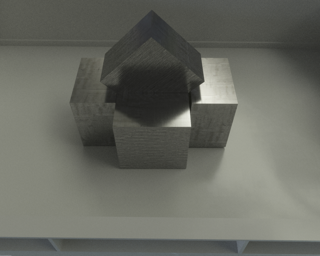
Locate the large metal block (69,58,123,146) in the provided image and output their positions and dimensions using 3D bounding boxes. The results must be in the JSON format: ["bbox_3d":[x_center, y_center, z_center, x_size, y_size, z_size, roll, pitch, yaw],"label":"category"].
[{"bbox_3d":[-0.074,-0.033,0.395,0.050,0.080,0.080,0,50,0],"label":"large metal block"}]

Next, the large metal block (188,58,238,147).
[{"bbox_3d":[0.059,-0.032,0.392,0.050,0.080,0.080,0,50,0],"label":"large metal block"}]

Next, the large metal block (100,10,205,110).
[{"bbox_3d":[-0.008,-0.069,0.352,0.080,0.080,0.050,33,40,-33],"label":"large metal block"}]

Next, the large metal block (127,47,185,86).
[{"bbox_3d":[-0.008,-0.072,0.428,0.081,0.080,0.050,0,50,0],"label":"large metal block"}]

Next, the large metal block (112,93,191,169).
[{"bbox_3d":[-0.008,0.005,0.363,0.081,0.080,0.050,0,50,0],"label":"large metal block"}]
